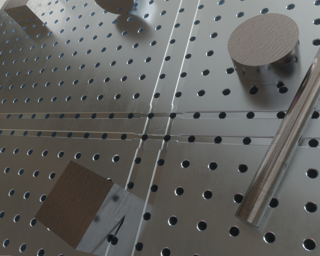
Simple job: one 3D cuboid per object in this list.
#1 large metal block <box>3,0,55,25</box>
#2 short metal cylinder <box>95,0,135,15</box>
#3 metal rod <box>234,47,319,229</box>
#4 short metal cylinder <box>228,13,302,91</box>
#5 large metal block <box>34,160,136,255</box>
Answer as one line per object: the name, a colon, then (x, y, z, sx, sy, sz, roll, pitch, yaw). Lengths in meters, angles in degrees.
large metal block: (-0.309, -0.297, 0.737, 0.080, 0.050, 0.080, 3, 63, 29)
short metal cylinder: (-0.080, -0.260, 0.575, 0.080, 0.080, 0.050, 1, 62, 29)
metal rod: (0.162, -0.031, 0.342, 0.025, 0.025, 0.300, 22, 73, 36)
short metal cylinder: (0.129, -0.093, 0.381, 0.080, 0.050, 0.080, -13, 56, 21)
large metal block: (-0.091, 0.097, 0.381, 0.080, 0.050, 0.080, 19, 72, 35)
